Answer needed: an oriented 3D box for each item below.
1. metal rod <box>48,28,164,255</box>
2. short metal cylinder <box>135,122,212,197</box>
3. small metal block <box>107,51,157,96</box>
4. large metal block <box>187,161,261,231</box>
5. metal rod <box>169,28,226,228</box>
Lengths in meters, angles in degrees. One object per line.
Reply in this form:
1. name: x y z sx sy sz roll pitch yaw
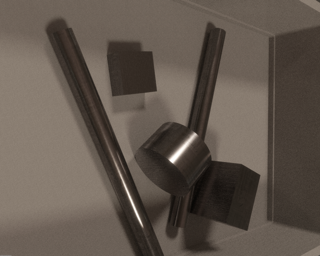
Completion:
1. metal rod: -0.055 0.035 0.362 0.025 0.025 0.298 -32 110 -36
2. short metal cylinder: 0.016 0.039 0.387 0.050 0.080 0.080 -46 118 -30
3. small metal block: -0.034 -0.067 0.380 0.050 0.025 0.050 -12 98 -40
4. large metal block: 0.088 0.094 0.447 0.050 0.080 0.080 30 72 -37
5. metal rod: 0.058 -0.007 0.457 0.025 0.025 0.299 21 77 -38
